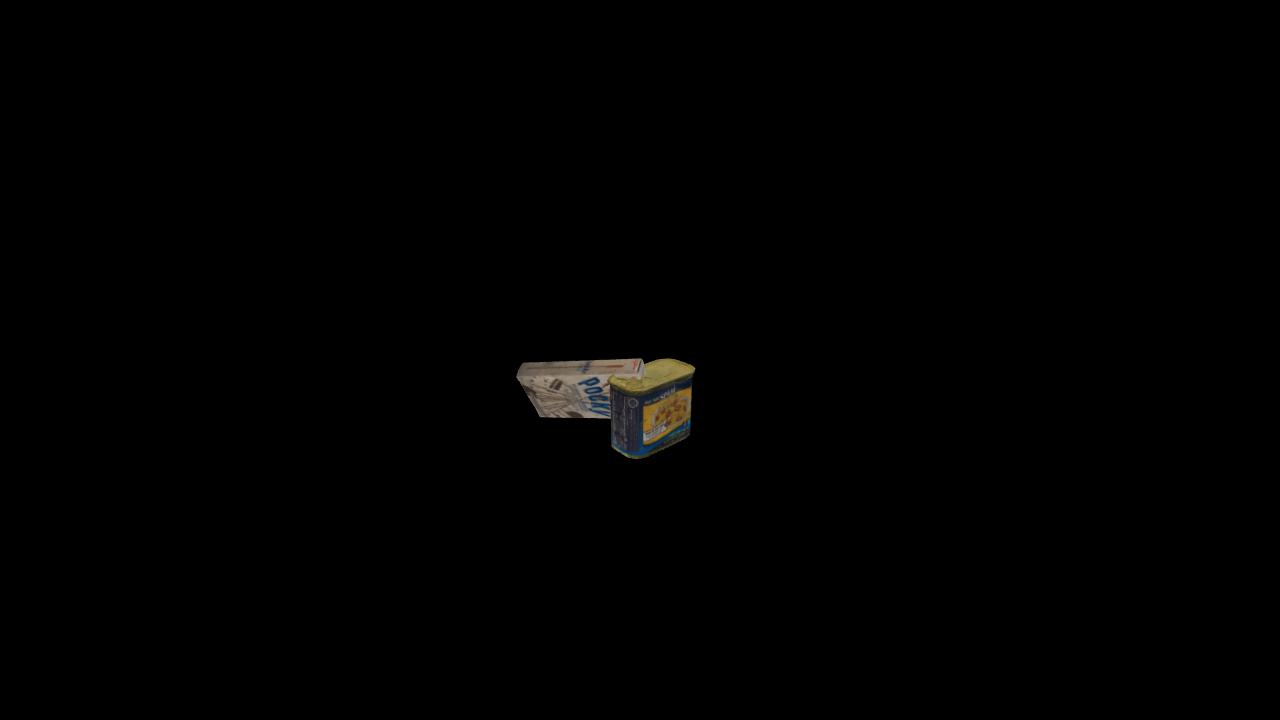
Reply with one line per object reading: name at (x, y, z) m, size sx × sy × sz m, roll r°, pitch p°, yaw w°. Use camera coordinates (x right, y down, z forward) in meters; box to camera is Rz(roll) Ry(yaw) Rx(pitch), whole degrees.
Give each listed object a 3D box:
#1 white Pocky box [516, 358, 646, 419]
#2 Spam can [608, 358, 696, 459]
white Pocky box at (-0.062, 0.036, 0.733) m, size 0.154 × 0.028 × 0.084 m, roll -1°, pitch -44°, yaw 19°
Spam can at (0.014, 0.054, 0.698) m, size 0.101 × 0.085 × 0.058 m, roll -18°, pitch 27°, yaw -38°
